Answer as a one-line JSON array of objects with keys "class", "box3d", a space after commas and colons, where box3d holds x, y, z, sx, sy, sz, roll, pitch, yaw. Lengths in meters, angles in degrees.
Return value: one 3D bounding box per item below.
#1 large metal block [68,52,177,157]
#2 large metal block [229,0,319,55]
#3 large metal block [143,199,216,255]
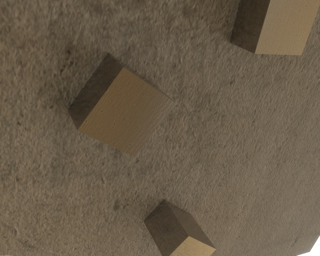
[{"class": "large metal block", "box3d": [-0.043, -0.025, 0.353, 0.080, 0.050, 0.080, 31, 101, -38]}, {"class": "large metal block", "box3d": [0.144, -0.138, 0.386, 0.081, 0.050, 0.079, -5, 121, -26]}, {"class": "large metal block", "box3d": [0.031, 0.172, 0.497, 0.050, 0.080, 0.080, -47, 130, 5]}]
